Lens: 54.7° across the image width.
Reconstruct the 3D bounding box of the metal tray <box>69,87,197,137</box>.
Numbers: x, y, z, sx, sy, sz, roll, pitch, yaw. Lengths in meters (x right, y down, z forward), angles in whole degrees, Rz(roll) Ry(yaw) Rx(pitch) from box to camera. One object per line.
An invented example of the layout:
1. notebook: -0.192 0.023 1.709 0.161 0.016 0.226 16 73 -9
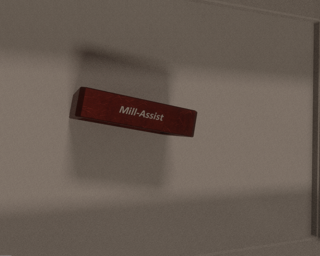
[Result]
1. metal tray: -0.034 -0.015 0.364 0.131 0.090 0.030 10 87 -20
